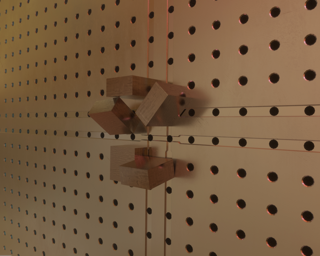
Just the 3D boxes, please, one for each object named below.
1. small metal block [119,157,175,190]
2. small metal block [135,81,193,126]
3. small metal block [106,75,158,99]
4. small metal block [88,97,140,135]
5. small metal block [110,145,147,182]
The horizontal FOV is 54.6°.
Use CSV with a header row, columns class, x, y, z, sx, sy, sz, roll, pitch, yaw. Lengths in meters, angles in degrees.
class,x,y,z,sx,sy,sz,roll,pitch,yaw
small metal block,-0.017,0.057,0.406,0.050,0.050,0.025,2,101,40
small metal block,0.005,-0.029,0.390,0.025,0.050,0.050,51,120,28
small metal block,-0.038,-0.055,0.425,0.050,0.050,0.025,1,91,40
small metal block,-0.066,-0.016,0.446,0.050,0.050,0.025,-5,49,40
small metal block,-0.046,0.052,0.449,0.050,0.025,0.050,2,91,40
